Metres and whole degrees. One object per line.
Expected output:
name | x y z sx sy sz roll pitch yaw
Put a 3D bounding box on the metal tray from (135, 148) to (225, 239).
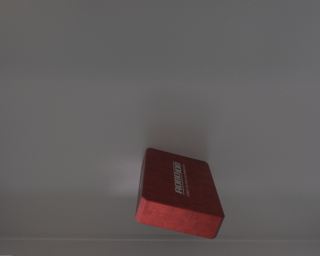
metal tray | 0.021 0.073 0.382 0.090 0.130 0.030 15 110 -5
